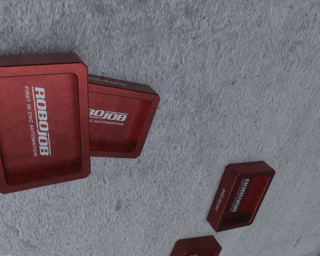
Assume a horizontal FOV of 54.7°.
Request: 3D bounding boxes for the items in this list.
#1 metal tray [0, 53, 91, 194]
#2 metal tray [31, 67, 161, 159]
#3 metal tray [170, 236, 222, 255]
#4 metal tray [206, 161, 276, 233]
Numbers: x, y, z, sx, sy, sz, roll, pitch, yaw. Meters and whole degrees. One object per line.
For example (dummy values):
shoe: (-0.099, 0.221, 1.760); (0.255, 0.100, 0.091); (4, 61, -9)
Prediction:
metal tray: (-0.116, -0.003, 0.298); (0.091, 0.030, 0.129); (-9, 122, -24)
metal tray: (-0.074, -0.012, 0.355); (0.131, 0.030, 0.089); (6, 115, -31)
metal tray: (0.056, 0.272, 0.602); (0.091, 0.030, 0.129); (5, 116, -31)
metal tray: (0.145, 0.124, 0.559); (0.091, 0.030, 0.129); (-1, 119, -28)
